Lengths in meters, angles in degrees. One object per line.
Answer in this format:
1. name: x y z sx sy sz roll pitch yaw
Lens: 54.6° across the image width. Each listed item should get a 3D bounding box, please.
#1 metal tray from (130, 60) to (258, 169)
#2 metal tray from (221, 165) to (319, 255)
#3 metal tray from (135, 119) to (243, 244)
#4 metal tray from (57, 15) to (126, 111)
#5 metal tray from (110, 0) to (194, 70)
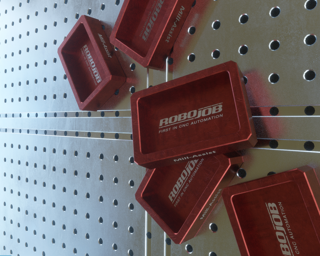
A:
1. metal tray: 0.032 -0.011 0.345 0.130 0.030 0.090 -15 66 23
2. metal tray: 0.123 0.111 0.304 0.090 0.030 0.130 -26 74 37
3. metal tray: 0.030 0.064 0.382 0.090 0.030 0.129 41 115 32
4. metal tray: -0.114 -0.103 0.501 0.090 0.030 0.130 -39 66 33
5. metal tray: -0.010 -0.155 0.414 0.090 0.030 0.129 41 115 32
